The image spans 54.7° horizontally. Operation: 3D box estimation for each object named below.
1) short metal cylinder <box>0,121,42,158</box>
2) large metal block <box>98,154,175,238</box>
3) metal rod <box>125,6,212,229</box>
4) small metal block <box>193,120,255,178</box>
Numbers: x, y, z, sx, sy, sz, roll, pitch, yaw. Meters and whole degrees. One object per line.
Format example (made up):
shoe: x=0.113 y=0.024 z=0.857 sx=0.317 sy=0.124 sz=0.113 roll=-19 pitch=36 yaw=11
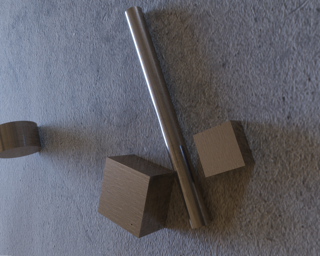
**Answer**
short metal cylinder: x=-0.275 y=0.023 z=0.596 sx=0.080 sy=0.081 sz=0.050 roll=-25 pitch=74 yaw=37
large metal block: x=-0.033 y=0.087 z=0.416 sx=0.080 sy=0.050 sz=0.079 roll=17 pitch=101 yaw=38
metal rod: x=0.006 y=-0.024 z=0.400 sx=0.025 sy=0.025 sz=0.299 roll=-28 pitch=73 yaw=36
small metal block: x=0.071 y=0.024 z=0.347 sx=0.050 sy=0.025 sz=0.050 roll=-25 pitch=74 yaw=37
